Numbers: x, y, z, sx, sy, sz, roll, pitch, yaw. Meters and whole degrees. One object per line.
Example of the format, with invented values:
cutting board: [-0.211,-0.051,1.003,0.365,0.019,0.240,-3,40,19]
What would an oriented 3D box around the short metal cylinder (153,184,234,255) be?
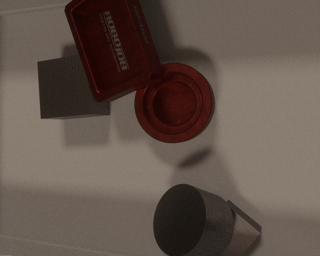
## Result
short metal cylinder: [0.038,0.111,0.363,0.080,0.050,0.080,-27,50,38]

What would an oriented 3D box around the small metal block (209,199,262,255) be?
small metal block: [0.087,0.126,0.379,0.050,0.025,0.050,39,102,15]

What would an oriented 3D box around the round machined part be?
round machined part: [0.021,-0.030,0.393,0.098,0.042,0.097,0,90,19]

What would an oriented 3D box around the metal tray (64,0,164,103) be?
metal tray: [-0.058,-0.106,0.377,0.090,0.030,0.129,-20,88,32]

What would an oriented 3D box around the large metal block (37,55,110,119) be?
large metal block: [-0.121,-0.055,0.438,0.080,0.050,0.079,-4,89,19]
